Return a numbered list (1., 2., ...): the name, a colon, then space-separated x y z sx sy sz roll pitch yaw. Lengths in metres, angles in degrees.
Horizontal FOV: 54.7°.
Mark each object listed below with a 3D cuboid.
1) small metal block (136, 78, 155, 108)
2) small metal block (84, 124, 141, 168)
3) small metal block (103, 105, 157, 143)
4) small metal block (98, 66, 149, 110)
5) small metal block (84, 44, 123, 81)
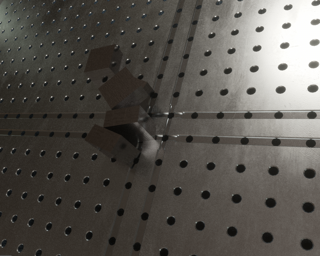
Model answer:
1. small metal block: -0.045 -0.048 0.460 0.050 0.025 0.050 26 76 36
2. small metal block: -0.062 0.024 0.409 0.050 0.050 0.025 20 73 35
3. small metal block: -0.039 -0.003 0.413 0.050 0.050 0.025 -8 58 23
4. small metal block: -0.051 -0.050 0.432 0.050 0.025 0.050 -38 52 2
5. small metal block: -0.095 -0.110 0.524 0.050 0.025 0.050 -5 59 25
